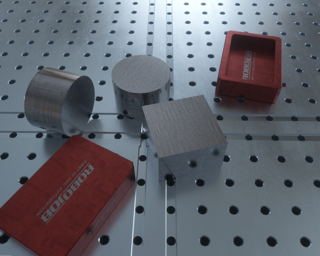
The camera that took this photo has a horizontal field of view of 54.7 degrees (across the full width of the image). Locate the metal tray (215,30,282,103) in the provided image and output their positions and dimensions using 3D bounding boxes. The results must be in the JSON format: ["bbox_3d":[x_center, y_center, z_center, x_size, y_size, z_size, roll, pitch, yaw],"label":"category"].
[{"bbox_3d":[0.142,-0.101,0.489,0.090,0.030,0.130,11,51,9],"label":"metal tray"}]

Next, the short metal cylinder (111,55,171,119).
[{"bbox_3d":[-0.026,-0.059,0.441,0.081,0.050,0.080,0,50,0],"label":"short metal cylinder"}]

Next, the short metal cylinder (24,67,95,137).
[{"bbox_3d":[-0.126,-0.033,0.399,0.050,0.080,0.080,15,52,12],"label":"short metal cylinder"}]

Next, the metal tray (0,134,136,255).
[{"bbox_3d":[-0.099,0.075,0.340,0.090,0.030,0.130,24,54,19],"label":"metal tray"}]

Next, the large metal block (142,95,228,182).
[{"bbox_3d":[0.027,0.011,0.382,0.081,0.050,0.080,-12,51,-10],"label":"large metal block"}]
